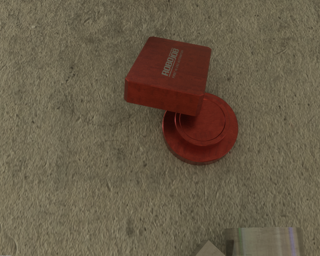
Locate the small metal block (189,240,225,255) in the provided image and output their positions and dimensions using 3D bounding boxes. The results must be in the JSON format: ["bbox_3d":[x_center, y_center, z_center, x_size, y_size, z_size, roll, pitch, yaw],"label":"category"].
[{"bbox_3d":[0.043,0.151,0.340,0.025,0.050,0.050,42,75,13],"label":"small metal block"}]

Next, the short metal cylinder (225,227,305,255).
[{"bbox_3d":[0.111,0.134,0.331,0.081,0.080,0.050,0,70,0],"label":"short metal cylinder"}]

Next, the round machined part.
[{"bbox_3d":[0.052,-0.004,0.401,0.099,0.042,0.098,0,70,0],"label":"round machined part"}]

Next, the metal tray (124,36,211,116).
[{"bbox_3d":[0.015,-0.072,0.399,0.090,0.030,0.130,12,40,4],"label":"metal tray"}]
